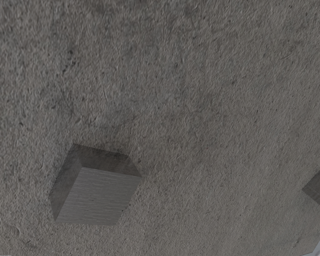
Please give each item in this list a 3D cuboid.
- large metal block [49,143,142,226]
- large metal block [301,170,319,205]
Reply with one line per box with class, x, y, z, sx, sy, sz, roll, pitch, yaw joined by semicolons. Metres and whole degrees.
large metal block;-0.082;0.073;0.391;0.081;0.050;0.080;17;109;-35
large metal block;0.370;0.133;0.675;0.080;0.050;0.080;34;99;-39
